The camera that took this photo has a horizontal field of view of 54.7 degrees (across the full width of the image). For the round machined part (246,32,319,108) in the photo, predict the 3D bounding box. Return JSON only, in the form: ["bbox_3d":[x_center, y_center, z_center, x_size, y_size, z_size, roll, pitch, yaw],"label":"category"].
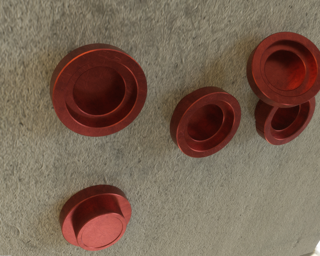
[{"bbox_3d":[0.164,-0.075,0.417,0.099,0.042,0.097,1,83,-5],"label":"round machined part"}]

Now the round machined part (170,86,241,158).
[{"bbox_3d":[0.057,-0.011,0.420,0.099,0.042,0.097,-14,124,-21],"label":"round machined part"}]

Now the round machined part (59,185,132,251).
[{"bbox_3d":[-0.085,0.130,0.430,0.099,0.042,0.097,-14,124,-21],"label":"round machined part"}]

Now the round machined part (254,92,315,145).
[{"bbox_3d":[0.188,-0.025,0.483,0.099,0.042,0.097,-14,124,-21],"label":"round machined part"}]

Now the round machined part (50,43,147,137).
[{"bbox_3d":[-0.067,-0.043,0.333,0.099,0.042,0.097,-14,124,-21],"label":"round machined part"}]
